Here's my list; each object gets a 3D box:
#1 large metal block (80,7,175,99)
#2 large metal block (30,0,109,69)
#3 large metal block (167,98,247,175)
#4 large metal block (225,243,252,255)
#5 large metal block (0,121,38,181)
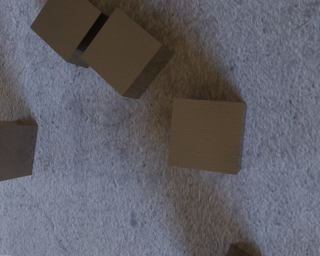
[{"bbox_3d":[-0.042,-0.096,0.410,0.080,0.050,0.080,43,103,14],"label":"large metal block"},{"bbox_3d":[-0.119,-0.144,0.436,0.080,0.050,0.080,43,103,14],"label":"large metal block"},{"bbox_3d":[0.059,0.008,0.375,0.080,0.050,0.079,6,92,19],"label":"large metal block"},{"bbox_3d":[0.081,0.192,0.351,0.050,0.080,0.080,27,99,17],"label":"large metal block"},{"bbox_3d":[-0.235,0.032,0.460,0.050,0.080,0.079,9,93,19],"label":"large metal block"}]
